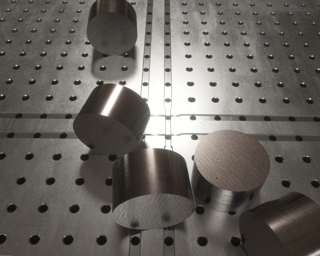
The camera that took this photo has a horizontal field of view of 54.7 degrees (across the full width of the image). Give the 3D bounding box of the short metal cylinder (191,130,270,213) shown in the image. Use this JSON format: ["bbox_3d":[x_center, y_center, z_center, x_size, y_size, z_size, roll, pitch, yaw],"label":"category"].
[{"bbox_3d":[0.078,0.048,0.352,0.081,0.050,0.080,0,50,0],"label":"short metal cylinder"}]

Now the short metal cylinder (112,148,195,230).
[{"bbox_3d":[-0.008,0.064,0.318,0.081,0.080,0.050,-4,50,-4],"label":"short metal cylinder"}]

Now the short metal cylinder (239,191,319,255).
[{"bbox_3d":[0.118,0.105,0.285,0.050,0.080,0.080,-19,53,-15],"label":"short metal cylinder"}]

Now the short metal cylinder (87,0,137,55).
[{"bbox_3d":[-0.078,-0.168,0.512,0.081,0.080,0.050,-3,50,-3],"label":"short metal cylinder"}]

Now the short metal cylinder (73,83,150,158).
[{"bbox_3d":[-0.057,-0.008,0.378,0.080,0.080,0.050,12,51,9],"label":"short metal cylinder"}]
